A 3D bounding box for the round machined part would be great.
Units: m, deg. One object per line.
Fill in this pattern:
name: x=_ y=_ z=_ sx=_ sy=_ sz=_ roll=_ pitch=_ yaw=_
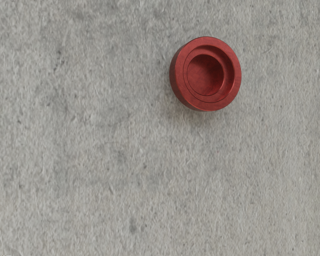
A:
round machined part: x=0.058 y=-0.071 z=0.423 sx=0.099 sy=0.042 sz=0.097 roll=0 pitch=90 yaw=-21
